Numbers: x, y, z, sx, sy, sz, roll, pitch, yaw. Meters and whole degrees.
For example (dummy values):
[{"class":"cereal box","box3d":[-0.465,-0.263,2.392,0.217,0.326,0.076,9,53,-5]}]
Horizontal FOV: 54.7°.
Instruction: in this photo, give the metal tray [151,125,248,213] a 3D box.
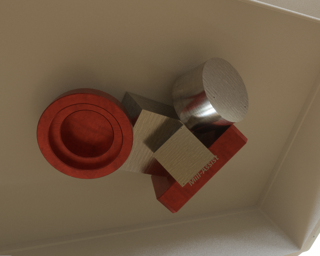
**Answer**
[{"class":"metal tray","box3d":[0.047,0.043,0.417,0.130,0.090,0.030,-45,102,3]}]

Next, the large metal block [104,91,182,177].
[{"class":"large metal block","box3d":[-0.016,0.010,0.390,0.081,0.050,0.080,16,110,-35]}]

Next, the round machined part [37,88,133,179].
[{"class":"round machined part","box3d":[-0.079,0.003,0.341,0.099,0.042,0.097,-2,111,-4]}]

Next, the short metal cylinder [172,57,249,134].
[{"class":"short metal cylinder","box3d":[0.061,-0.038,0.375,0.081,0.080,0.050,17,153,-35]}]

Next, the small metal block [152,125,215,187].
[{"class":"small metal block","box3d":[0.028,0.032,0.361,0.050,0.050,0.025,-44,168,3]}]
